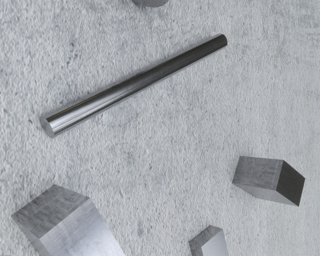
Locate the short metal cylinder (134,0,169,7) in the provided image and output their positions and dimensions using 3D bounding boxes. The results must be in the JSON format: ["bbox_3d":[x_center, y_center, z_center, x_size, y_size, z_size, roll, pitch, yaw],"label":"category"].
[{"bbox_3d":[-0.010,-0.190,0.360,0.080,0.080,0.050,45,63,-31],"label":"short metal cylinder"}]

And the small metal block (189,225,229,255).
[{"bbox_3d":[0.075,0.184,0.467,0.050,0.025,0.050,-23,105,-38],"label":"small metal block"}]

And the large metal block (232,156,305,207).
[{"bbox_3d":[0.183,0.089,0.522,0.080,0.080,0.050,33,69,-35],"label":"large metal block"}]

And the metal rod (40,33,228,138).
[{"bbox_3d":[-0.009,-0.068,0.396,0.302,0.025,0.025,-33,111,-35],"label":"metal rod"}]

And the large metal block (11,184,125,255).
[{"bbox_3d":[-0.087,0.107,0.297,0.050,0.080,0.080,-38,114,-33],"label":"large metal block"}]
